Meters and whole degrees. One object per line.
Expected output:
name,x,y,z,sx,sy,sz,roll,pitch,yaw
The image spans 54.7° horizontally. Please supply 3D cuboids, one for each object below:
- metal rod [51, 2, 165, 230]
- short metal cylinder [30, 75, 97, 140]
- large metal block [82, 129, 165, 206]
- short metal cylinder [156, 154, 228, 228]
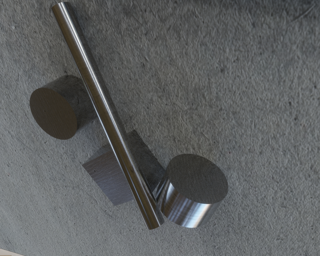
metal rod,-0.064,-0.012,0.391,0.025,0.025,0.299,-20,95,35
short metal cylinder,-0.136,-0.030,0.444,0.080,0.050,0.079,13,124,21
large metal block,-0.052,0.060,0.455,0.080,0.050,0.080,-27,104,37
short metal cylinder,0.040,0.079,0.399,0.080,0.080,0.050,29,128,10
